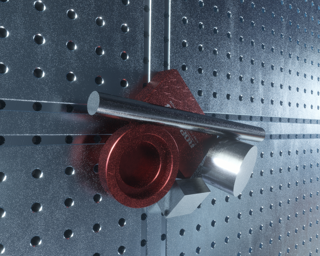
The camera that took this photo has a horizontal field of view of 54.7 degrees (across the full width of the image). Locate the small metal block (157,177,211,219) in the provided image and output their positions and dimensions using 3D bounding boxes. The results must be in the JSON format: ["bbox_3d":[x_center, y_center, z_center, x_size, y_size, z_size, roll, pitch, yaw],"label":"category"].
[{"bbox_3d":[0.032,0.094,0.421,0.050,0.025,0.050,3,131,-41],"label":"small metal block"}]

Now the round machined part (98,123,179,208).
[{"bbox_3d":[-0.028,0.042,0.370,0.099,0.042,0.097,-5,99,-34],"label":"round machined part"}]

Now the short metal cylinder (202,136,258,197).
[{"bbox_3d":[0.105,0.055,0.464,0.081,0.050,0.079,-36,137,-43],"label":"short metal cylinder"}]

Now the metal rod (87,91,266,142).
[{"bbox_3d":[0.047,-0.007,0.410,0.302,0.025,0.025,9,84,-40],"label":"metal rod"}]

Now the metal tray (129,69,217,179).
[{"bbox_3d":[0.020,-0.004,0.426,0.090,0.030,0.130,-51,120,-28],"label":"metal tray"}]
